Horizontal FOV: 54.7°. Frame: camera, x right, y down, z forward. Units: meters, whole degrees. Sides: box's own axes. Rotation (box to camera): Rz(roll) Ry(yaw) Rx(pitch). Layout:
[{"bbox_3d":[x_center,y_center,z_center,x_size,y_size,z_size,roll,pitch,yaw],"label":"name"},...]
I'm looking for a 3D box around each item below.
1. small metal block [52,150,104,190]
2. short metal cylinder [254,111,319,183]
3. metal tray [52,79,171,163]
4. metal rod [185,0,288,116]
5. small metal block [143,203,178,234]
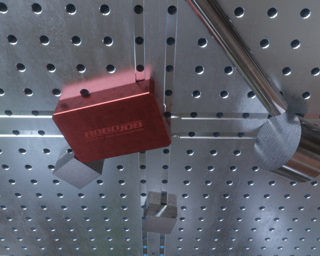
[{"bbox_3d":[-0.121,0.060,0.461,0.050,0.025,0.050,-35,122,26],"label":"small metal block"},{"bbox_3d":[0.169,0.024,0.399,0.050,0.080,0.080,22,127,-18],"label":"short metal cylinder"},{"bbox_3d":[-0.059,-0.005,0.403,0.131,0.030,0.090,-12,130,9],"label":"metal tray"},{"bbox_3d":[0.055,-0.113,0.316,0.025,0.025,0.300,-32,124,24],"label":"metal rod"},{"bbox_3d":[0.000,0.162,0.550,0.050,0.025,0.050,10,130,-9],"label":"small metal block"}]
